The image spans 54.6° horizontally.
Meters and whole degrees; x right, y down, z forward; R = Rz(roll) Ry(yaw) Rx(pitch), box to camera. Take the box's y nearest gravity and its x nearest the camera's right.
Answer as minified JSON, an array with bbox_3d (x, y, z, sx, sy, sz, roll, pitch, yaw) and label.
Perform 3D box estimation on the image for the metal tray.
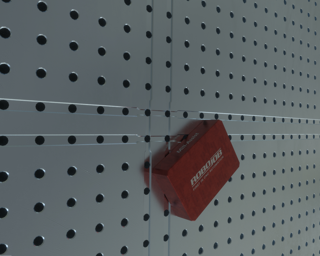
[{"bbox_3d":[0.059,0.058,0.454,0.131,0.030,0.090,-41,115,-32],"label":"metal tray"}]
